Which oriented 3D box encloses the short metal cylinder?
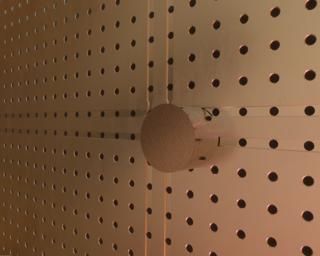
[{"bbox_3d":[0.023,0.012,0.375,0.080,0.050,0.080,0,90,40],"label":"short metal cylinder"}]
